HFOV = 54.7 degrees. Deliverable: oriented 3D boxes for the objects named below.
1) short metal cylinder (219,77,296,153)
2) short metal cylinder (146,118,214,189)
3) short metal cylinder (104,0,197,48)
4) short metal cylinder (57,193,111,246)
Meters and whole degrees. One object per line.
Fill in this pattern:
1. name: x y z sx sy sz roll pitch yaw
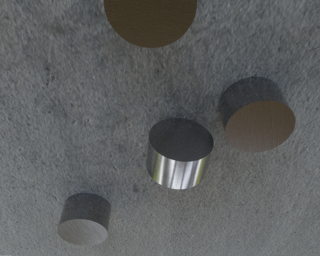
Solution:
1. short metal cylinder: 0.116 -0.015 0.380 0.081 0.050 0.079 0 130 0
2. short metal cylinder: 0.024 0.031 0.398 0.081 0.080 0.050 4 130 -4
3. short metal cylinder: -0.008 -0.122 0.287 0.081 0.050 0.079 0 130 0
4. short metal cylinder: -0.125 0.154 0.520 0.081 0.050 0.079 0 130 0
